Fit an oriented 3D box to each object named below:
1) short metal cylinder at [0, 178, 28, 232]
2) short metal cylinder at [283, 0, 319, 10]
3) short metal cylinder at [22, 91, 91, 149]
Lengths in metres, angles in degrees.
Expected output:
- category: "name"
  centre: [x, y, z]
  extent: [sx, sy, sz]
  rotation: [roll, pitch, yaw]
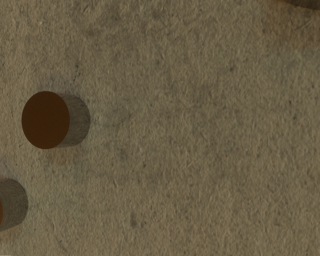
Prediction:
- category: "short metal cylinder"
  centre: [-0.257, 0.123, 0.484]
  extent: [0.080, 0.050, 0.079]
  rotation: [0, 90, 19]
- category: "short metal cylinder"
  centre: [0.162, -0.165, 0.323]
  extent: [0.080, 0.080, 0.050]
  rotation: [22, 98, 18]
- category: "short metal cylinder"
  centre: [-0.149, -0.011, 0.447]
  extent: [0.080, 0.050, 0.079]
  rotation: [0, 90, 19]
